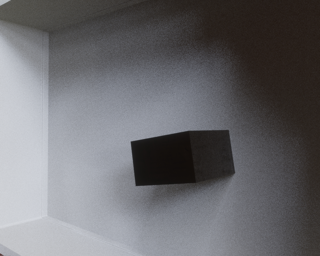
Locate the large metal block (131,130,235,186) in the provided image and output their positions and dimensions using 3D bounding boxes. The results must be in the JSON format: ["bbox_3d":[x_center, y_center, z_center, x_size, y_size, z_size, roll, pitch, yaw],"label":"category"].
[{"bbox_3d":[0.026,0.033,0.350,0.080,0.081,0.050,-12,83,39],"label":"large metal block"}]
